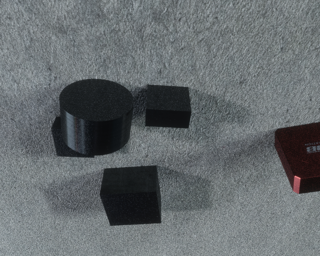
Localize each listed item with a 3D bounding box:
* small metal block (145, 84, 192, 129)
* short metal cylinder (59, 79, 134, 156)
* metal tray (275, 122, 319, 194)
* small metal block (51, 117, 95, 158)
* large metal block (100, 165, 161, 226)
[{"bbox_3d":[0.009,-0.026,0.368,0.050,0.050,0.025,3,130,-3],"label":"small metal block"},{"bbox_3d":[-0.073,-0.014,0.358,0.081,0.080,0.050,6,130,-6],"label":"short metal cylinder"},{"bbox_3d":[0.224,0.030,0.392,0.131,0.090,0.030,-10,129,8],"label":"metal tray"},{"bbox_3d":[-0.114,0.013,0.417,0.050,0.025,0.050,3,130,-3],"label":"small metal block"},{"bbox_3d":[-0.042,0.106,0.480,0.080,0.050,0.080,-4,130,3],"label":"large metal block"}]
